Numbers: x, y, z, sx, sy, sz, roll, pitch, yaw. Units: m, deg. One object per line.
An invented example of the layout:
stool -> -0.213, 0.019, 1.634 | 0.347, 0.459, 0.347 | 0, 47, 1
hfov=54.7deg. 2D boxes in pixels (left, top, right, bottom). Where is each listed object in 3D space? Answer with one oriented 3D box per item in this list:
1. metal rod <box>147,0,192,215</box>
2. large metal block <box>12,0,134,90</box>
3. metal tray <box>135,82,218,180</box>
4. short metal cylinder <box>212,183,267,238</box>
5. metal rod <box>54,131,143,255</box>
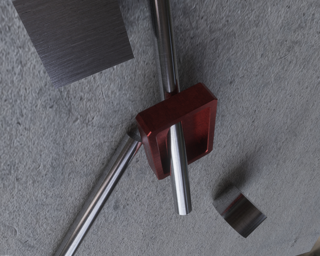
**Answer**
metal rod -> 0.015, -0.016, 0.380 | 0.025, 0.025, 0.298 | -18, 118, -19
large metal block -> -0.080, -0.095, 0.289 | 0.080, 0.050, 0.080 | -25, 128, -13
metal tray -> 0.024, 0.010, 0.396 | 0.091, 0.030, 0.129 | -28, 149, -11
short metal cylinder -> 0.137, 0.142, 0.537 | 0.050, 0.080, 0.080 | -46, 130, 4
metal rod -> -0.108, 0.135, 0.432 | 0.025, 0.025, 0.299 | 21, 107, -37
